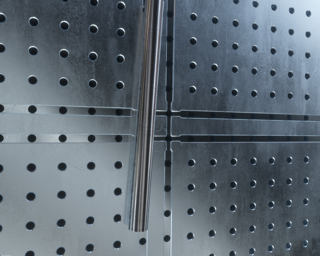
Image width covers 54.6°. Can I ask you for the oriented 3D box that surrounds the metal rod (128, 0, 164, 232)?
[{"bbox_3d":[-0.018,-0.018,0.405,0.025,0.025,0.298,5,89,-20],"label":"metal rod"}]
